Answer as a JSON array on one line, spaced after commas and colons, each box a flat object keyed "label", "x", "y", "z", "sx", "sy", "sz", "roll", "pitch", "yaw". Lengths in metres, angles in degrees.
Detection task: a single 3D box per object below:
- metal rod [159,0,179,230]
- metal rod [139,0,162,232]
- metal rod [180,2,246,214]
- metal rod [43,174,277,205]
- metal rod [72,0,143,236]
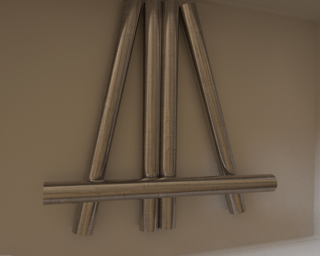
[{"label": "metal rod", "x": 0.011, "y": -0.018, "z": 0.413, "sx": 0.025, "sy": 0.025, "sz": 0.298, "roll": 1, "pitch": 90, "yaw": -20}, {"label": "metal rod", "x": -0.012, "y": -0.017, "z": 0.405, "sx": 0.025, "sy": 0.025, "sz": 0.298, "roll": 1, "pitch": 90, "yaw": -20}, {"label": "metal rod", "x": 0.075, "y": -0.023, "z": 0.437, "sx": 0.025, "sy": 0.025, "sz": 0.298, "roll": -17, "pitch": 96, "yaw": -19}, {"label": "metal rod", "x": 0.016, "y": 0.074, "z": 0.387, "sx": 0.302, "sy": 0.025, "sz": 0.025, "roll": 1, "pitch": 90, "yaw": -20}, {"label": "metal rod", "x": -0.064, "y": -0.019, "z": 0.386, "sx": 0.025, "sy": 0.025, "sz": 0.298, "roll": 13, "pitch": 86, "yaw": -20}]
